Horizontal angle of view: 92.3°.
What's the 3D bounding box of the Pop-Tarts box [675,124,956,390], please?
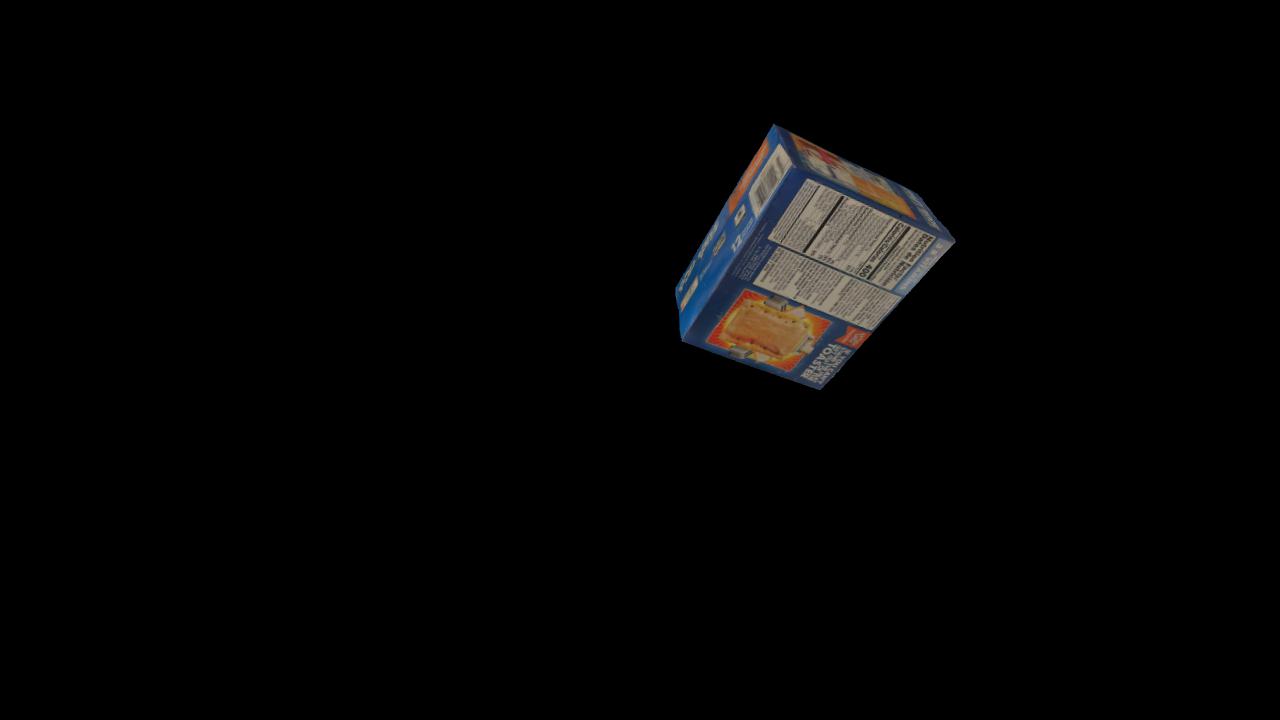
[{"bbox_3d":[0.128,-0.075,0.498,0.141,0.167,0.083,19,40,-15],"label":"Pop-Tarts box"}]
